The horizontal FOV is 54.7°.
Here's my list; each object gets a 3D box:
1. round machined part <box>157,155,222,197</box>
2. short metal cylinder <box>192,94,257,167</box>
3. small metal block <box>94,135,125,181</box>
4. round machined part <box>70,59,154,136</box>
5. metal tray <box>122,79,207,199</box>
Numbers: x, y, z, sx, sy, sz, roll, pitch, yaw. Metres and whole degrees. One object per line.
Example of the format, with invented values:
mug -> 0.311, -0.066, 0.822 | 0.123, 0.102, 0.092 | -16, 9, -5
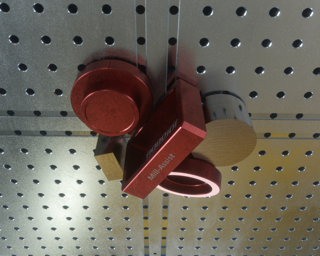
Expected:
round machined part -> 0.037, 0.060, 0.432 | 0.099, 0.042, 0.098 | 9, 152, 5
short metal cylinder -> 0.076, 0.004, 0.394 | 0.081, 0.050, 0.079 | 0, 130, 0
small metal block -> -0.064, 0.035, 0.419 | 0.025, 0.050, 0.050 | -12, 129, 10
round machined part -> -0.057, -0.028, 0.370 | 0.099, 0.042, 0.097 | 0, 130, 0
metal tray -> 0.001, 0.014, 0.376 | 0.030, 0.090, 0.129 | 26, 125, -21
